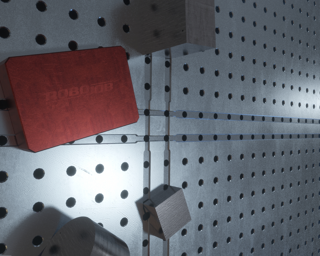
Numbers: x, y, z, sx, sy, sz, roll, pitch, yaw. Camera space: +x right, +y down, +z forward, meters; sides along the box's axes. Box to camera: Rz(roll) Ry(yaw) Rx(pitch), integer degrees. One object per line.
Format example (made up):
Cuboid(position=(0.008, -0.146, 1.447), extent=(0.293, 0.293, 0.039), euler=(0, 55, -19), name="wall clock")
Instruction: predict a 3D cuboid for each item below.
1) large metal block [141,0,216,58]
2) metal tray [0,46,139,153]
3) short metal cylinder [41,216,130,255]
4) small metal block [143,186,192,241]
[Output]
Cuboid(position=(0.022, -0.137, 0.391), extent=(0.050, 0.080, 0.079), euler=(-4, 93, -40), name="large metal block")
Cuboid(position=(-0.090, -0.035, 0.330), extent=(0.131, 0.030, 0.089), euler=(-19, 102, -38), name="metal tray")
Cuboid(position=(-0.077, 0.137, 0.309), extent=(0.050, 0.080, 0.080), euler=(47, 62, -30), name="short metal cylinder")
Cuboid(position=(0.011, 0.114, 0.418), extent=(0.050, 0.025, 0.050), euler=(-28, 108, -37), name="small metal block")
